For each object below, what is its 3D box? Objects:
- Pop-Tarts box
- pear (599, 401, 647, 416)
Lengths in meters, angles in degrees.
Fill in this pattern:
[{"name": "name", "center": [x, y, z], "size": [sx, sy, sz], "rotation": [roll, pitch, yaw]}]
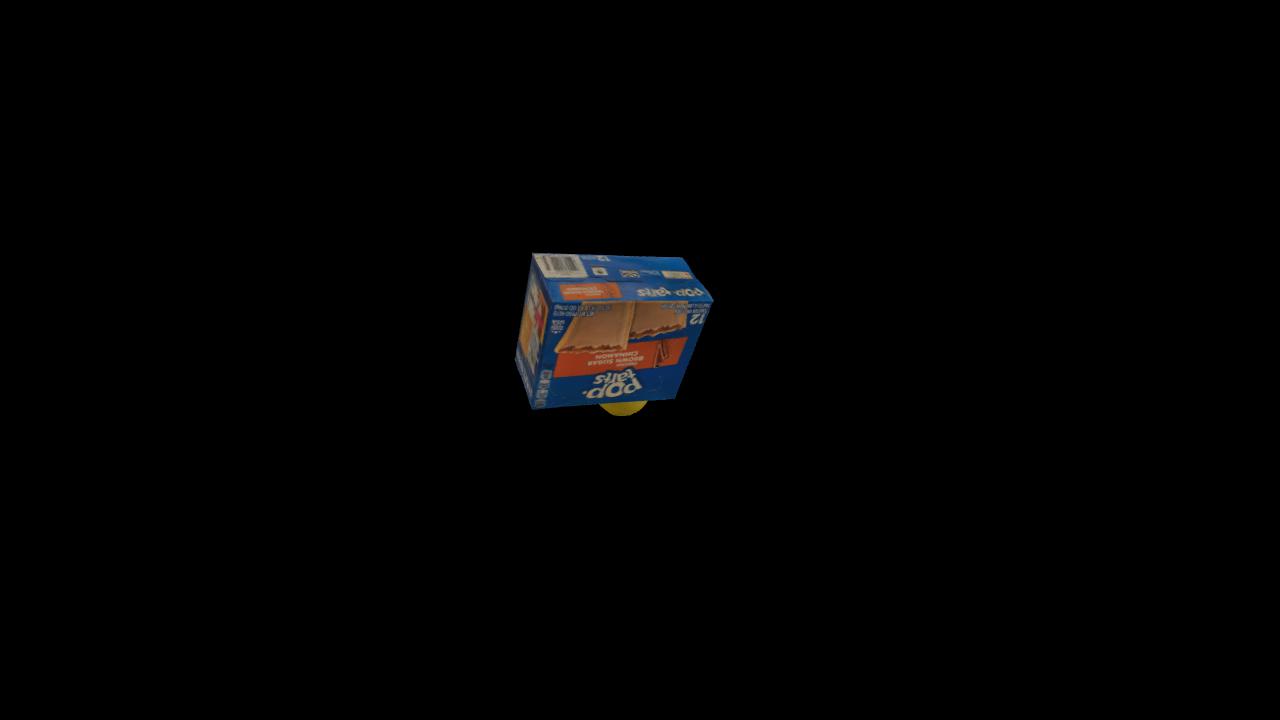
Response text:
[{"name": "Pop-Tarts box", "center": [-0.032, -0.029, 0.638], "size": [0.167, 0.141, 0.083], "rotation": [-2, 43, -24]}, {"name": "pear", "center": [-0.004, 0.013, 0.705], "size": [0.111, 0.080, 0.080], "rotation": [-38, -20, 27]}]
